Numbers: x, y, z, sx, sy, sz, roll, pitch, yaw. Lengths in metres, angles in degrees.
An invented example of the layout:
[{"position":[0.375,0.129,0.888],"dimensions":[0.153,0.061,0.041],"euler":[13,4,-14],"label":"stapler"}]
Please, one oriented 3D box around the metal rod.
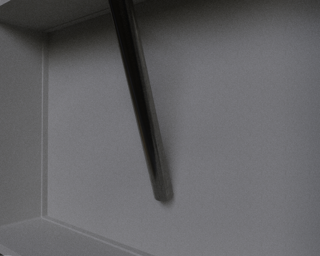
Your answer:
[{"position":[-0.023,-0.047,0.350],"dimensions":[0.025,0.025,0.298],"euler":[8,119,40],"label":"metal rod"}]
